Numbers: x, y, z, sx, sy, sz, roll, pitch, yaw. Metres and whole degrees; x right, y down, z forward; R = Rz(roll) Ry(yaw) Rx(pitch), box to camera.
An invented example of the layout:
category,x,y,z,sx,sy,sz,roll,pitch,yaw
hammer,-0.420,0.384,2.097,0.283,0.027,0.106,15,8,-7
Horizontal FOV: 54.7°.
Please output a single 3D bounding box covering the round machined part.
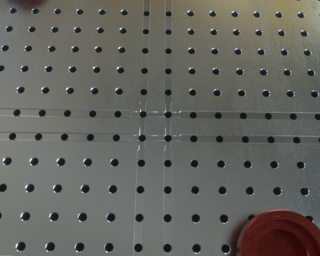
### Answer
category,x,y,z,sx,sy,sz,roll,pitch,yaw
round machined part,0.136,0.145,0.352,0.099,0.042,0.098,0,70,-1
